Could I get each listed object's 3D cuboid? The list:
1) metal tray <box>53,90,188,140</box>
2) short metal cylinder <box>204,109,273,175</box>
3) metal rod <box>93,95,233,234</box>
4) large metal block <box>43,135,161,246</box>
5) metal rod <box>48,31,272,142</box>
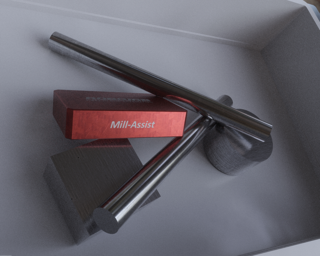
[{"bbox_3d":[-0.047,-0.017,0.351,0.131,0.030,0.090,-1,18,-27],"label":"metal tray"},{"bbox_3d":[0.109,0.020,0.435,0.081,0.050,0.080,14,56,-21],"label":"short metal cylinder"},{"bbox_3d":[0.029,0.017,0.364,0.025,0.025,0.302,47,37,4],"label":"metal rod"},{"bbox_3d":[-0.060,0.059,0.316,0.081,0.050,0.080,-21,73,-36],"label":"large metal block"},{"bbox_3d":[0.000,-0.054,0.400,0.301,0.025,0.025,24,52,1],"label":"metal rod"}]
